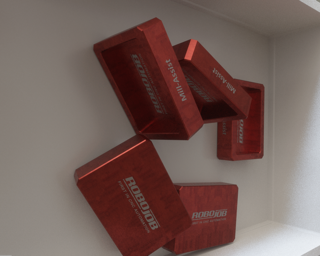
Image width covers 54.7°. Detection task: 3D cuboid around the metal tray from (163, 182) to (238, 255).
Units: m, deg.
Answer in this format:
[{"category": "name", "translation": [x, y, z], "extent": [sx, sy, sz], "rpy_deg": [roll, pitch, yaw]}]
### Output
[{"category": "metal tray", "translation": [0.063, 0.128, 0.459], "extent": [0.131, 0.030, 0.089], "rpy_deg": [8, 85, -40]}]

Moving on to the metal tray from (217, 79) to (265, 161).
[{"category": "metal tray", "translation": [0.137, -0.012, 0.521], "extent": [0.091, 0.030, 0.129], "rpy_deg": [1, 89, -40]}]

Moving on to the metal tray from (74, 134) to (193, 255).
[{"category": "metal tray", "translation": [-0.028, 0.084, 0.361], "extent": [0.090, 0.030, 0.129], "rpy_deg": [-31, 111, -13]}]

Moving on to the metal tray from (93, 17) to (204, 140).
[{"category": "metal tray", "translation": [-0.014, -0.048, 0.353], "extent": [0.030, 0.090, 0.129], "rpy_deg": [-41, 115, -35]}]

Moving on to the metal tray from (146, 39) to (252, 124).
[{"category": "metal tray", "translation": [0.047, -0.052, 0.403], "extent": [0.130, 0.090, 0.030], "rpy_deg": [35, 62, -35]}]
